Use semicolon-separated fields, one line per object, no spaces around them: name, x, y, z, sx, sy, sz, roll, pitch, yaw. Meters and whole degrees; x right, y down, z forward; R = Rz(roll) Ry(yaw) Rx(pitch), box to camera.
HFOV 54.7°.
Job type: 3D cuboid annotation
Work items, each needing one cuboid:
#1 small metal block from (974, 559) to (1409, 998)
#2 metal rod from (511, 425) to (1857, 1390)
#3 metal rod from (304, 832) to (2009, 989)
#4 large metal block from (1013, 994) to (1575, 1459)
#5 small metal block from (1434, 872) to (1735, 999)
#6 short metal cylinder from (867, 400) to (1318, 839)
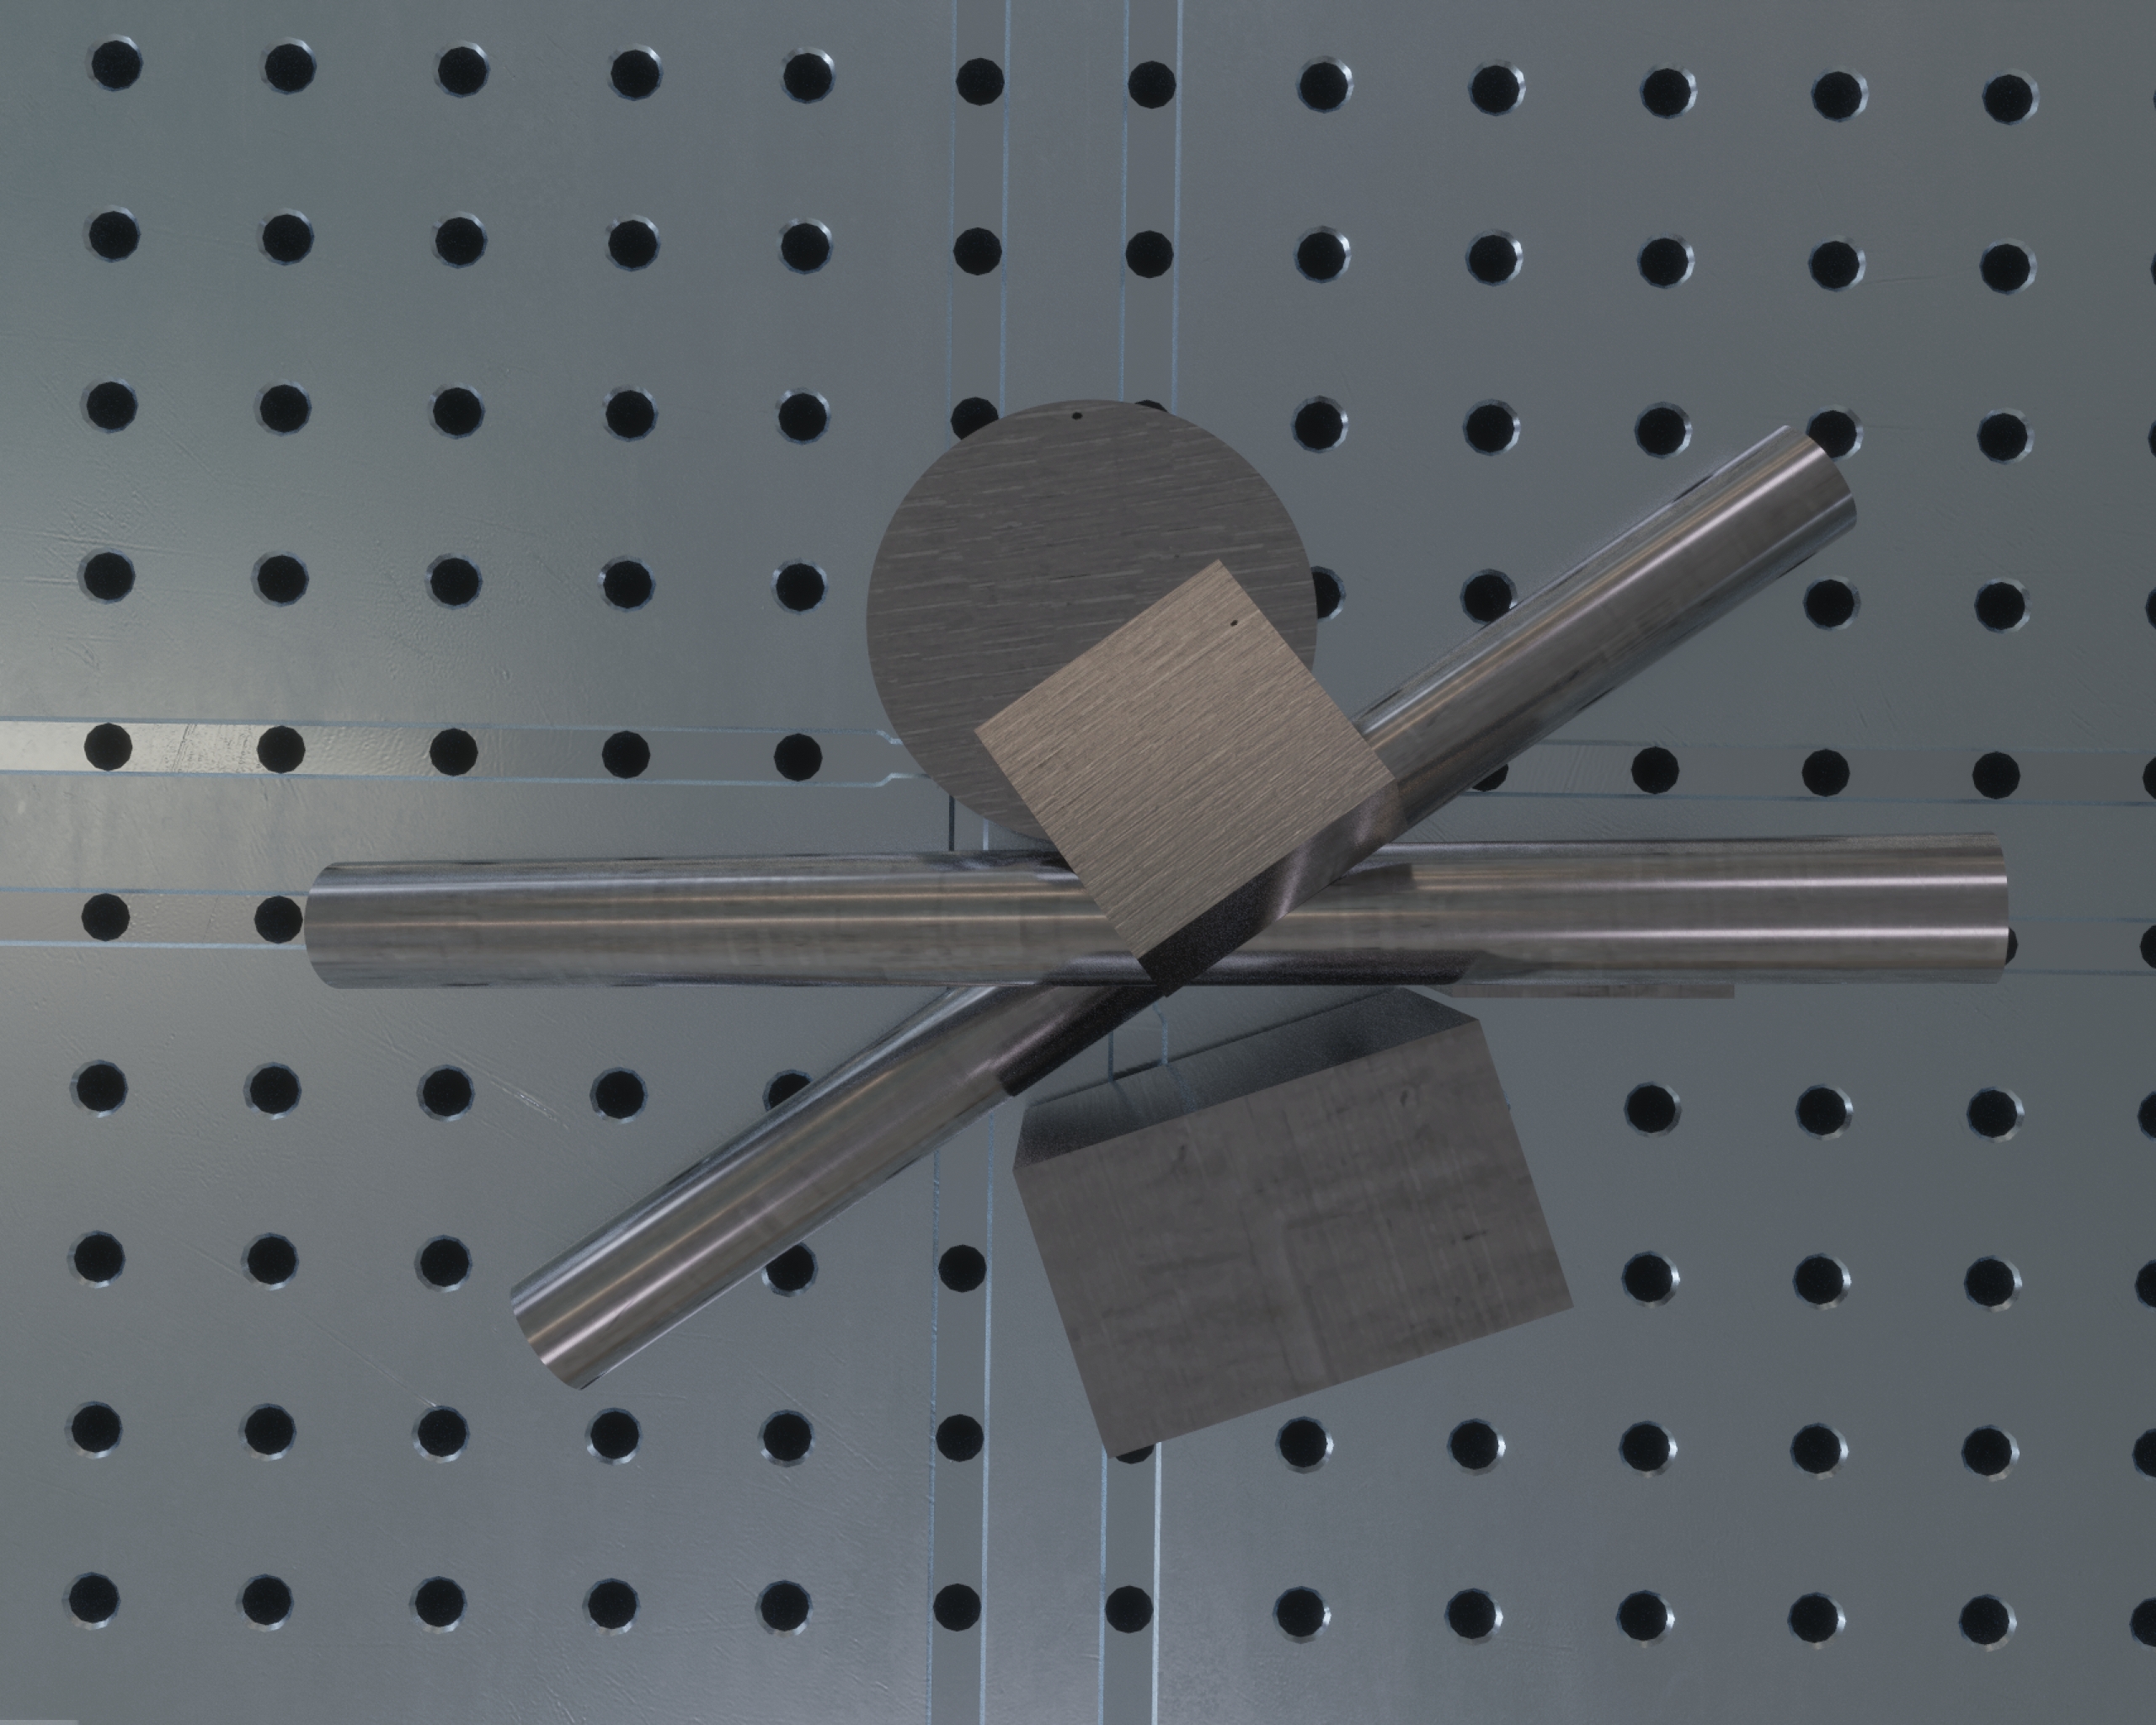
small metal block;0.019;-0.014;0.352;0.050;0.025;0.050;-35;68;0
metal rod;0.021;0.009;0.411;0.301;0.025;0.025;-34;90;0
metal rod;0.003;0.010;0.375;0.301;0.025;0.025;-1;90;13
large metal block;0.035;0.061;0.382;0.080;0.080;0.050;-18;90;0
small metal block;0.093;0.012;0.398;0.050;0.050;0.025;0;90;1
short metal cylinder;0.003;-0.043;0.397;0.081;0.050;0.079;0;89;0
